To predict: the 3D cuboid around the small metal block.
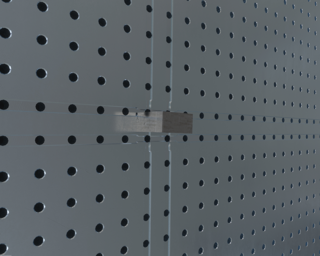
[{"bbox_3d":[0.006,-0.006,0.397,0.050,0.050,0.025,3,88,-40],"label":"small metal block"}]
